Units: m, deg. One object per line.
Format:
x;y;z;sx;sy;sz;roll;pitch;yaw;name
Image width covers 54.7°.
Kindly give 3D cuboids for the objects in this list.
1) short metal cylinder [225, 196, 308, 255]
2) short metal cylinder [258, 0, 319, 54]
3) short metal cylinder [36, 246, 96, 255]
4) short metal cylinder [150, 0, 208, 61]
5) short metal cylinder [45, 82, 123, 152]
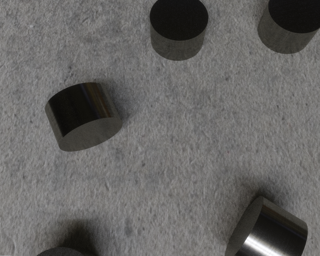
0.113;0.122;0.336;0.050;0.080;0.080;31;73;10;short metal cylinder
0.191;-0.157;0.455;0.081;0.050;0.080;0;70;0;short metal cylinder
-0.103;0.170;0.332;0.081;0.050;0.080;0;70;0;short metal cylinder
0.026;-0.145;0.448;0.081;0.050;0.080;0;70;0;short metal cylinder
-0.093;-0.012;0.382;0.080;0.080;0.050;-24;72;-9;short metal cylinder
